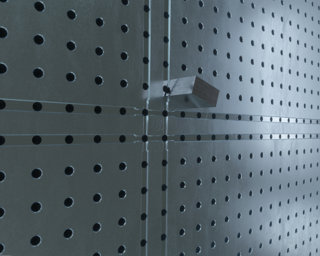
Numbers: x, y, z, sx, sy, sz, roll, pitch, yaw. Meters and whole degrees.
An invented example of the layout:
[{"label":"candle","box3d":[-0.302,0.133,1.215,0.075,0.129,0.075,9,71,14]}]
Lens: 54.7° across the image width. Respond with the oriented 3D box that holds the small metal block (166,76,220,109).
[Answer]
[{"label":"small metal block","box3d":[0.046,-0.049,0.434,0.050,0.050,0.025,23,75,-38]}]
